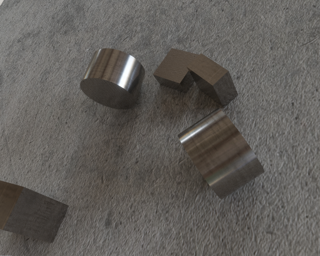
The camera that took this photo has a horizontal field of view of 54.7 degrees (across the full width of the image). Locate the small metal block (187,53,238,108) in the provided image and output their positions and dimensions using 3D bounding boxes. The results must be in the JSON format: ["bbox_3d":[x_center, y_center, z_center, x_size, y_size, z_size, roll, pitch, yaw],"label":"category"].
[{"bbox_3d":[0.066,-0.059,0.390,0.025,0.050,0.050,-43,51,-1],"label":"small metal block"}]

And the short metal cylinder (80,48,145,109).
[{"bbox_3d":[-0.067,-0.069,0.446,0.080,0.080,0.050,3,63,29],"label":"short metal cylinder"}]

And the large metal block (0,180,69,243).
[{"bbox_3d":[-0.182,0.105,0.399,0.080,0.080,0.050,5,65,30],"label":"large metal block"}]

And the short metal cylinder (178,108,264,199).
[{"bbox_3d":[0.062,0.026,0.320,0.050,0.080,0.080,-35,51,6],"label":"short metal cylinder"}]

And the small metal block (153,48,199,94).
[{"bbox_3d":[0.027,-0.082,0.440,0.050,0.025,0.050,25,75,36],"label":"small metal block"}]
